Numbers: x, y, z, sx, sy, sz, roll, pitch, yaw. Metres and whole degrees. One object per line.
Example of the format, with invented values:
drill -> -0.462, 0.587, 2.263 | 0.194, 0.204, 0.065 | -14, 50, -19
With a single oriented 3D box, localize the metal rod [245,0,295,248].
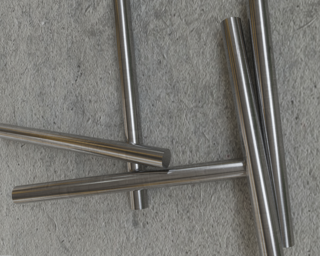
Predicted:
metal rod -> 0.128, -0.015, 0.363 | 0.025, 0.025, 0.298 | -6, 88, 20

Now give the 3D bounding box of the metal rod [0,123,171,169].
metal rod -> -0.126, 0.020, 0.436 | 0.301, 0.025, 0.025 | 7, 93, 26

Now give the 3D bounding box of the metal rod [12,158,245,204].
metal rod -> -0.044, 0.069, 0.395 | 0.301, 0.025, 0.025 | -8, 87, 8

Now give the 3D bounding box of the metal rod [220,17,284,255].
metal rod -> 0.106, 0.017, 0.355 | 0.025, 0.025, 0.298 | -11, 81, 19

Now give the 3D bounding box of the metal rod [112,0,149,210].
metal rod -> -0.041, -0.041, 0.423 | 0.025, 0.025, 0.298 | -6, 88, 20
